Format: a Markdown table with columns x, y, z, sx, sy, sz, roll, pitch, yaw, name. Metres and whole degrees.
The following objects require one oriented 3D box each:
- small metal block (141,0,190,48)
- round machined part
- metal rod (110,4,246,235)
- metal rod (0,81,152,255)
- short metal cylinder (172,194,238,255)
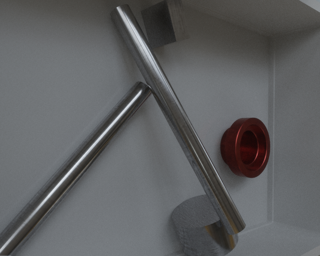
| x | y | z | sx | sy | sz | roll | pitch | yaw | name |
| --- | --- | --- | --- | --- | --- | --- | --- | --- | --- |
| 0.007 | -0.133 | 0.397 | 0.025 | 0.050 | 0.050 | -25 | 106 | -38 | small metal block |
| 0.138 | 0.032 | 0.515 | 0.099 | 0.042 | 0.097 | 0 | 90 | -40 | round machined part |
| 0.022 | -0.009 | 0.373 | 0.025 | 0.025 | 0.299 | -29 | 92 | -36 | metal rod |
| -0.102 | 0.057 | 0.322 | 0.301 | 0.025 | 0.025 | -53 | 121 | -27 | metal rod |
| 0.062 | 0.134 | 0.426 | 0.081 | 0.080 | 0.050 | -27 | 108 | -37 | short metal cylinder |
